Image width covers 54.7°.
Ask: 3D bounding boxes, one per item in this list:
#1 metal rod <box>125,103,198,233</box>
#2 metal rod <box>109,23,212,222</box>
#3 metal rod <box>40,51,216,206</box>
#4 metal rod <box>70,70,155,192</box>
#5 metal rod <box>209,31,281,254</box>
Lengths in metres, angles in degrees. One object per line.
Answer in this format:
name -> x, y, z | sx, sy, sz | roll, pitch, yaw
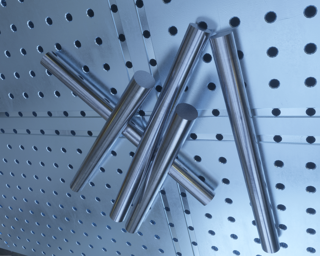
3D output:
metal rod -> -0.010, 0.078, 0.434 | 0.025, 0.025, 0.298 | 31, 137, 8
metal rod -> -0.011, 0.014, 0.396 | 0.025, 0.025, 0.298 | 29, 119, 9
metal rod -> -0.044, 0.001, 0.432 | 0.300, 0.025, 0.025 | 41, 129, -1
metal rod -> -0.082, 0.025, 0.441 | 0.025, 0.025, 0.298 | 40, 137, 0
metal rod -> 0.108, 0.034, 0.374 | 0.025, 0.025, 0.298 | -6, 116, 30
